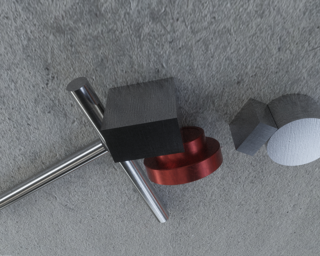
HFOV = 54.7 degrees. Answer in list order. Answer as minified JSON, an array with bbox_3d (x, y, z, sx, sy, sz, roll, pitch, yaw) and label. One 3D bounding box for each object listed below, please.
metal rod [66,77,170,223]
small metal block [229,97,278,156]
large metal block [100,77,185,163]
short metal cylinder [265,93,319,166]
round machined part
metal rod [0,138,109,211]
[{"bbox_3d":[-0.043,0.052,0.438,0.025,0.025,0.299,-15,133,12],"label":"metal rod"},{"bbox_3d":[0.116,-0.002,0.391,0.025,0.050,0.050,19,127,-16],"label":"small metal block"},{"bbox_3d":[-0.017,-0.011,0.362,0.080,0.080,0.050,-9,129,7],"label":"large metal block"},{"bbox_3d":[0.171,0.003,0.396,0.081,0.050,0.079,0,130,0],"label":"short metal cylinder"},{"bbox_3d":[0.026,0.029,0.390,0.098,0.098,0.042,-12,106,10],"label":"round machined part"},{"bbox_3d":[-0.196,0.087,0.478,0.300,0.025,0.025,-28,125,21],"label":"metal rod"}]
